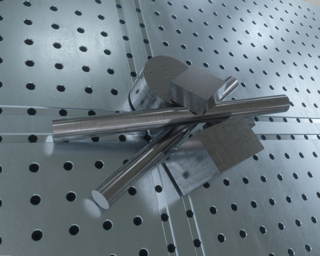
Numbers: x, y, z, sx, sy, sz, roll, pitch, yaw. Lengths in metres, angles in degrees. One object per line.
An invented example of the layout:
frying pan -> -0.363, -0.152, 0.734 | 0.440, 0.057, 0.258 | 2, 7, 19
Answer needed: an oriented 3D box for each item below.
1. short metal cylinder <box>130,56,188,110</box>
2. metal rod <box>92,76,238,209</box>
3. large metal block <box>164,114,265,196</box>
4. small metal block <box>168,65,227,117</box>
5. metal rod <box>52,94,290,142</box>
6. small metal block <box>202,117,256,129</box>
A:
short metal cylinder -> 0.006, -0.051, 0.422 | 0.081, 0.050, 0.080 | 14, 55, -21
metal rod -> 0.028, 0.000, 0.419 | 0.025, 0.025, 0.302 | 47, 51, 4
large metal block -> 0.065, 0.033, 0.382 | 0.081, 0.080, 0.050 | -20, 73, -36
small metal block -> 0.046, -0.047, 0.383 | 0.050, 0.025, 0.050 | 31, 48, 21
metal rod -> 0.027, -0.015, 0.383 | 0.302, 0.025, 0.025 | -7, 65, -17
small metal block -> 0.098, -0.003, 0.442 | 0.050, 0.050, 0.025 | -1, 62, -27
